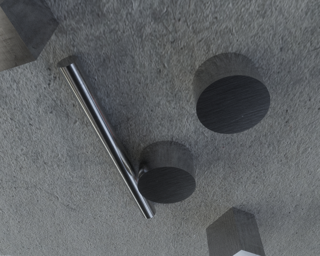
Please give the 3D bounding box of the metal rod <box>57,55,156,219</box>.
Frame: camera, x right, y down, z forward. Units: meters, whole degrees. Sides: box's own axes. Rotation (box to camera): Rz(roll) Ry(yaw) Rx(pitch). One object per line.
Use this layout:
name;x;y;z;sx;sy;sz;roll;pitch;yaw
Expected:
metal rod;-0.061;0.035;0.436;0.025;0.025;0.299;-13;129;10

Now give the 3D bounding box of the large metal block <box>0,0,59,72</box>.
large metal block;-0.153;-0.093;0.291;0.080;0.080;0.050;-14;129;11

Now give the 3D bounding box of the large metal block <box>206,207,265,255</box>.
large metal block;0.129;0.199;0.542;0.050;0.080;0.080;23;126;-19

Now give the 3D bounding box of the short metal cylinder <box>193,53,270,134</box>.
short metal cylinder;0.080;-0.039;0.358;0.081;0.050;0.079;0;130;0

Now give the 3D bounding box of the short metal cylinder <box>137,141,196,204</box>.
short metal cylinder;0.009;0.064;0.446;0.081;0.050;0.079;0;130;0
